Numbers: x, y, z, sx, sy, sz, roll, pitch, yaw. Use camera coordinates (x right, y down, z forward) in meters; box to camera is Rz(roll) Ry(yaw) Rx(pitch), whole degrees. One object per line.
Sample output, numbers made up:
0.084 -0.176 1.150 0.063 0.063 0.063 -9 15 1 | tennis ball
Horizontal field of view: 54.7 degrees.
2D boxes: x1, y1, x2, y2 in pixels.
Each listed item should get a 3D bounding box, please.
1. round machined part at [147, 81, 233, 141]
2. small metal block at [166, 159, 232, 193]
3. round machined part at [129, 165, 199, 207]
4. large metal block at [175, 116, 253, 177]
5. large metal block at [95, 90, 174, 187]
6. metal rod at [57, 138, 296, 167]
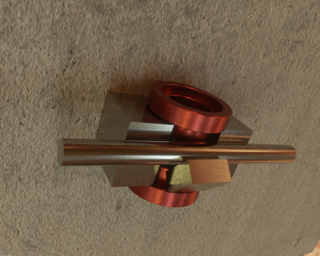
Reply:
0.032 -0.017 0.368 0.099 0.098 0.042 4 118 -30 | round machined part
0.042 0.054 0.343 0.050 0.025 0.050 2 158 -28 | small metal block
0.008 0.056 0.400 0.099 0.098 0.042 4 111 -31 | round machined part
0.067 0.018 0.421 0.050 0.080 0.079 4 117 -30 | large metal block
-0.035 0.011 0.360 0.050 0.080 0.079 4 116 -31 | large metal block
0.044 0.028 0.346 0.302 0.025 0.025 3 117 -30 | metal rod
